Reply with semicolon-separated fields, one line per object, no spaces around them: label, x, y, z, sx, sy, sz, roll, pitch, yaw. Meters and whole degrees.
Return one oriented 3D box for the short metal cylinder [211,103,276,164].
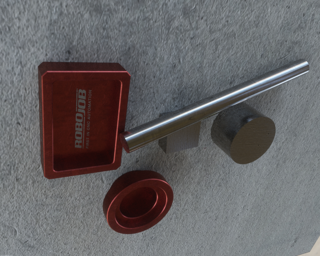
short metal cylinder;0.124;0.007;0.466;0.081;0.050;0.079;-14;125;-21

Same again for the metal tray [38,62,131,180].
metal tray;-0.087;-0.008;0.352;0.091;0.030;0.129;-5;121;-26

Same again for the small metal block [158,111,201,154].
small metal block;0.027;0.003;0.425;0.050;0.025;0.050;-11;123;-23

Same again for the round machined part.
round machined part;-0.034;0.100;0.441;0.099;0.042;0.097;-14;125;-21

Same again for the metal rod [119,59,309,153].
metal rod;0.087;-0.038;0.413;0.302;0.025;0.025;-23;128;-22
